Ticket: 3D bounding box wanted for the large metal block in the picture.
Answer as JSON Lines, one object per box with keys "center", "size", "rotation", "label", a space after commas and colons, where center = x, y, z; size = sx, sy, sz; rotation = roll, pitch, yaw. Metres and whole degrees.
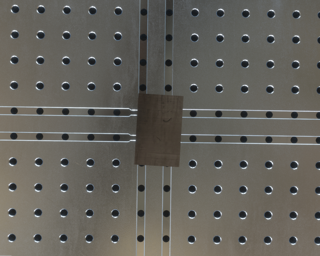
{"center": [-0.001, 0.002, 0.385], "size": [0.050, 0.080, 0.079], "rotation": [3, 90, 0], "label": "large metal block"}
